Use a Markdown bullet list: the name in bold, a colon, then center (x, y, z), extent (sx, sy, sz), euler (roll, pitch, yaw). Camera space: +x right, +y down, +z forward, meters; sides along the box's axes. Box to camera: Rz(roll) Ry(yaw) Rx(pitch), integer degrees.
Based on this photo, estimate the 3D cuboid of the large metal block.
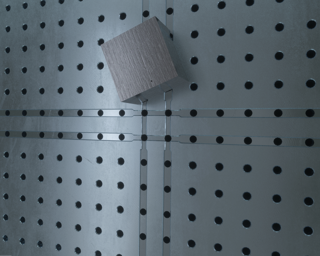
- **large metal block**: center (-0.019, -0.084, 0.405), extent (0.080, 0.050, 0.080), euler (-22, 83, 18)
